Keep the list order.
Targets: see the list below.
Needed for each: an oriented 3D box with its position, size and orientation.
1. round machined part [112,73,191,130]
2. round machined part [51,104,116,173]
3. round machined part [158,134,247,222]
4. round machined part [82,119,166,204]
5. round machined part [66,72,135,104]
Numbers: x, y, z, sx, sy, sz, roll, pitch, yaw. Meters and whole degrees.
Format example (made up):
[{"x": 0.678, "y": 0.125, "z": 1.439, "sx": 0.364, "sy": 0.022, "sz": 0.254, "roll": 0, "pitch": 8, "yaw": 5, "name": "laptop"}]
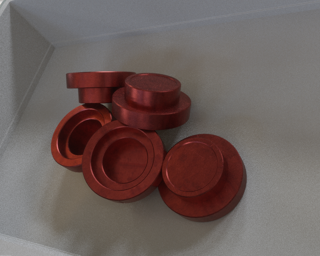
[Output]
[{"x": -0.010, "y": -0.039, "z": 0.385, "sx": 0.099, "sy": 0.042, "sz": 0.098, "roll": 4, "pitch": 27, "yaw": -2, "name": "round machined part"}, {"x": -0.098, "y": 0.017, "z": 0.431, "sx": 0.098, "sy": 0.042, "sz": 0.098, "roll": -13, "pitch": 56, "yaw": 20, "name": "round machined part"}, {"x": 0.041, "y": 0.049, "z": 0.340, "sx": 0.098, "sy": 0.042, "sz": 0.098, "roll": -13, "pitch": 56, "yaw": 20, "name": "round machined part"}, {"x": -0.039, "y": 0.041, "z": 0.372, "sx": 0.098, "sy": 0.042, "sz": 0.098, "roll": -5, "pitch": 67, "yaw": 12, "name": "round machined part"}, {"x": -0.083, "y": -0.058, "z": 0.447, "sx": 0.098, "sy": 0.099, "sz": 0.042, "roll": 3, "pitch": 99, "yaw": 29, "name": "round machined part"}]
